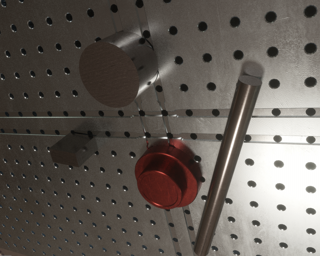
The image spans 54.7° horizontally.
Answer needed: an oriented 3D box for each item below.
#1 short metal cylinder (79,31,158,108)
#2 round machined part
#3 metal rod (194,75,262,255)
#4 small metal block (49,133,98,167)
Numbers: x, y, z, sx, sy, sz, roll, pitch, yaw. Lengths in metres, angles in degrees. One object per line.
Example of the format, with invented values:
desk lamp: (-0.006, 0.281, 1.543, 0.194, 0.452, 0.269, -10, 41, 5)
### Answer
short metal cylinder: (-0.049, -0.071, 0.376, 0.080, 0.050, 0.079, 13, 124, 20)
round machined part: (0.007, 0.077, 0.443, 0.098, 0.042, 0.097, 13, 124, 20)
metal rod: (0.081, 0.072, 0.412, 0.025, 0.025, 0.298, 19, 126, 17)
small metal block: (-0.134, 0.033, 0.484, 0.050, 0.050, 0.025, 7, 122, 24)
